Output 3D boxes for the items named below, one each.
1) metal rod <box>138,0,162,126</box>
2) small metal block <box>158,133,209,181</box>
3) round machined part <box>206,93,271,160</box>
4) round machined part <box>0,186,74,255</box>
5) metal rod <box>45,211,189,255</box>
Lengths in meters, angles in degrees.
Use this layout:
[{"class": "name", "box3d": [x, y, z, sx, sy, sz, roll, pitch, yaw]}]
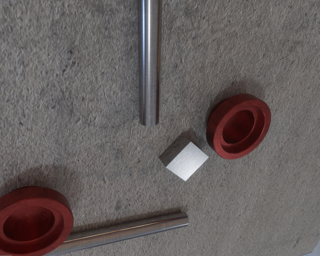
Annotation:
[{"class": "metal rod", "box3d": [-0.010, -0.136, 0.317, 0.025, 0.025, 0.298, -13, 124, -22]}, {"class": "small metal block", "box3d": [0.035, 0.043, 0.453, 0.050, 0.025, 0.050, -47, 129, 4]}, {"class": "round machined part", "box3d": [0.109, -0.006, 0.452, 0.099, 0.042, 0.097, -14, 124, -21]}, {"class": "round machined part", "box3d": [-0.160, 0.110, 0.377, 0.099, 0.042, 0.097, -14, 124, -21]}, {"class": "metal rod", "box3d": [-0.092, 0.161, 0.456, 0.303, 0.025, 0.025, -3, 120, -27]}]
